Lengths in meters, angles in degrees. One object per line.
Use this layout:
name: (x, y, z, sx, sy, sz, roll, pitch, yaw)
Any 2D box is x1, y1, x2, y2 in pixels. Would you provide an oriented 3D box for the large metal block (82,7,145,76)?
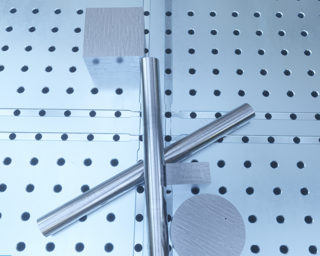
large metal block: (-0.062, -0.123, 0.443, 0.081, 0.050, 0.080, -1, 70, -1)

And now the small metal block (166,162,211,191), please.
small metal block: (0.032, 0.060, 0.377, 0.050, 0.050, 0.025, -2, 70, -1)

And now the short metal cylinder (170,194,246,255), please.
short metal cylinder: (0.052, 0.119, 0.356, 0.081, 0.050, 0.080, 0, 70, 0)

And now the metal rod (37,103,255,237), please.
metal rod: (-0.009, 0.047, 0.394, 0.302, 0.025, 0.025, -28, 73, -10)

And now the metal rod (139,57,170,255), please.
metal rod: (-0.006, 0.061, 0.365, 0.025, 0.025, 0.298, -3, 79, -1)
